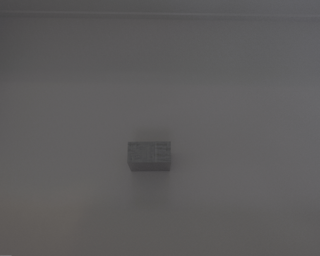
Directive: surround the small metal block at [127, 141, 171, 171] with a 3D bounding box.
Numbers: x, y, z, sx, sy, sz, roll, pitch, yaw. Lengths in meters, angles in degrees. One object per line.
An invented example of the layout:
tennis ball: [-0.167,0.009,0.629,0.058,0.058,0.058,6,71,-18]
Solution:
small metal block: [-0.012,0.036,0.383,0.050,0.050,0.025,0,70,0]
